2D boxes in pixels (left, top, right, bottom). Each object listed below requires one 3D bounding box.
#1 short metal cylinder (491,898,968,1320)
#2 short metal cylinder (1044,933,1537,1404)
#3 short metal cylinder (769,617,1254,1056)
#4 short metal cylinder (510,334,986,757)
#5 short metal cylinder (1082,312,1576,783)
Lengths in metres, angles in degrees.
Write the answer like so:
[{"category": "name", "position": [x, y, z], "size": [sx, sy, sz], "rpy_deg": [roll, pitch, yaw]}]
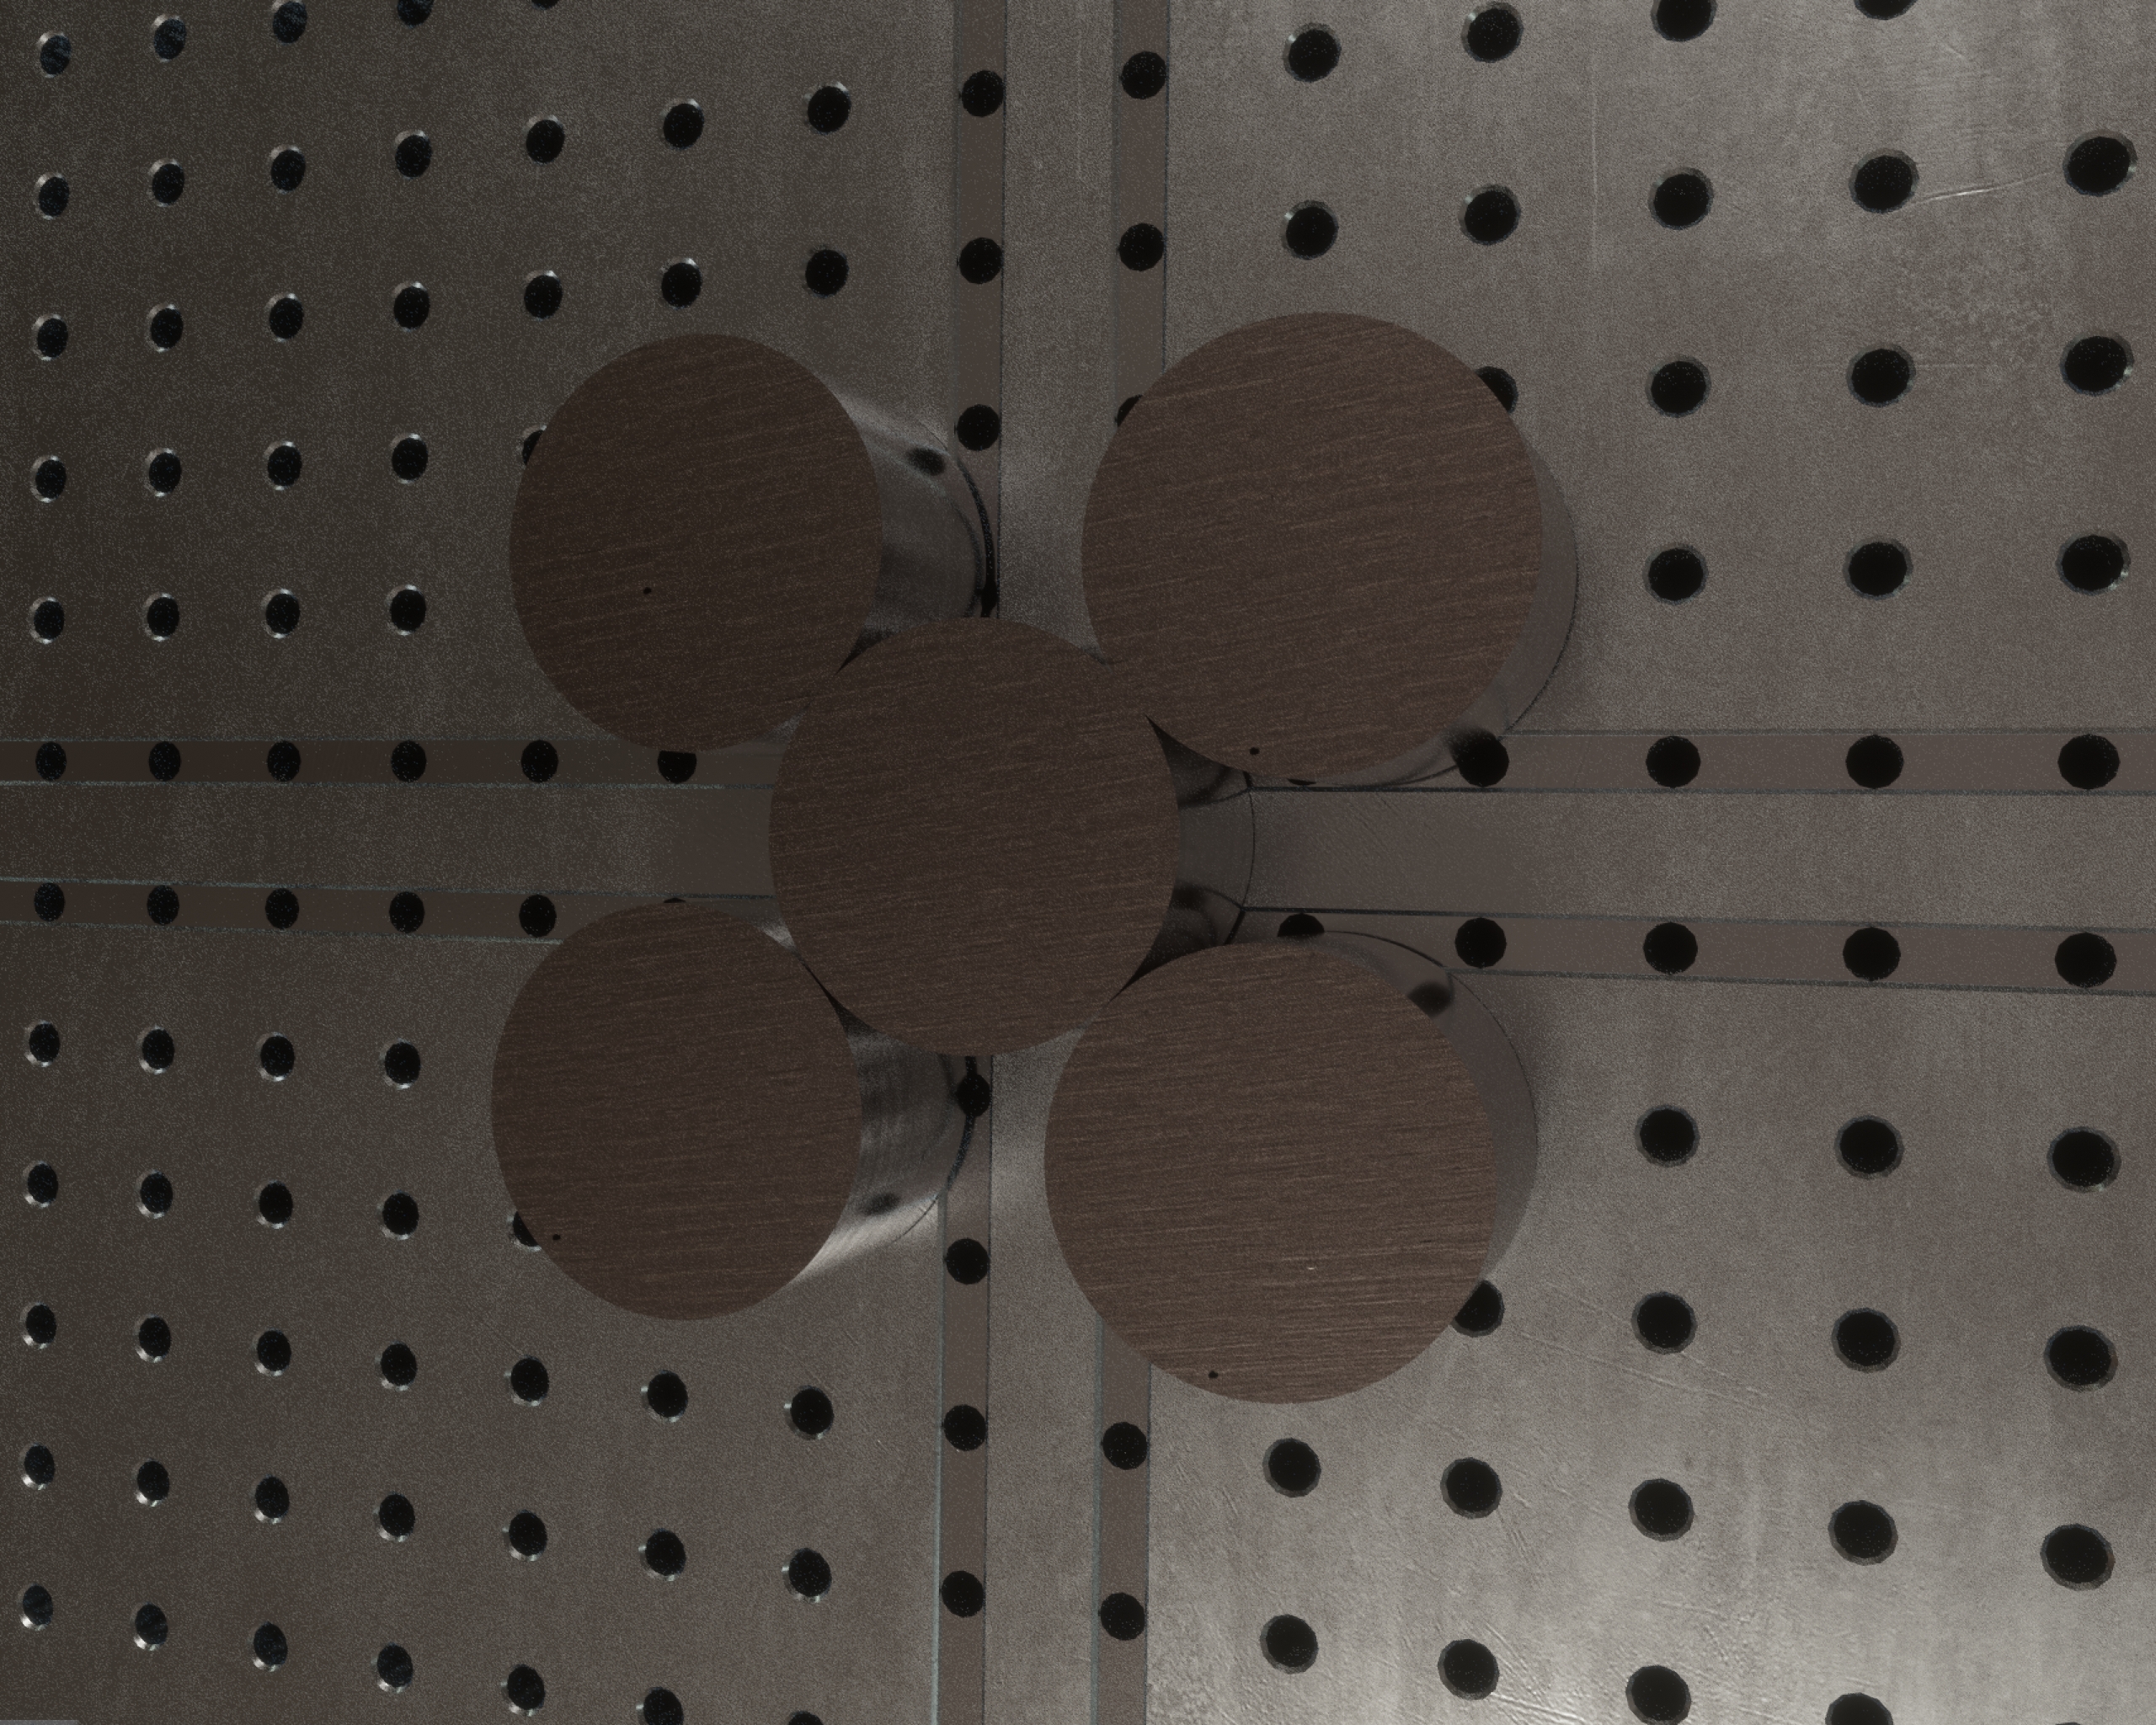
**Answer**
[{"category": "short metal cylinder", "position": [-0.069, 0.047, 0.421], "size": [0.080, 0.050, 0.079], "rpy_deg": [0, 90, 19]}, {"category": "short metal cylinder", "position": [0.040, 0.053, 0.384], "size": [0.080, 0.050, 0.079], "rpy_deg": [0, 90, 19]}, {"category": "short metal cylinder", "position": [-0.012, -0.005, 0.402], "size": [0.080, 0.050, 0.079], "rpy_deg": [0, 90, 19]}, {"category": "short metal cylinder", "position": [-0.065, -0.061, 0.420], "size": [0.080, 0.050, 0.079], "rpy_deg": [0, 90, 19]}, {"category": "short metal cylinder", "position": [0.047, -0.054, 0.380], "size": [0.080, 0.050, 0.079], "rpy_deg": [0, 90, 19]}]
